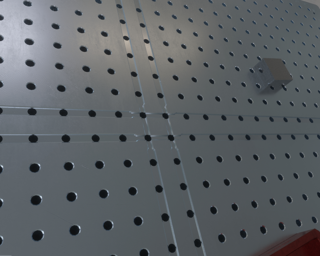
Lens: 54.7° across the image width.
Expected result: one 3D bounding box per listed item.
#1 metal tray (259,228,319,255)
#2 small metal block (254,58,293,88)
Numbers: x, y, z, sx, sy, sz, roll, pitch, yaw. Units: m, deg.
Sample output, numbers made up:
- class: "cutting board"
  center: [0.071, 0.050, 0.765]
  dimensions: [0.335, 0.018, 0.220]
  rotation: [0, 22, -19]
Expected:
- class: "metal tray"
  center: [0.169, 0.190, 0.379]
  dimensions: [0.131, 0.030, 0.090]
  rotation: [-11, 67, -33]
- class: "small metal block"
  center: [0.216, -0.105, 0.588]
  dimensions: [0.050, 0.025, 0.050]
  rotation: [-6, 65, -31]
